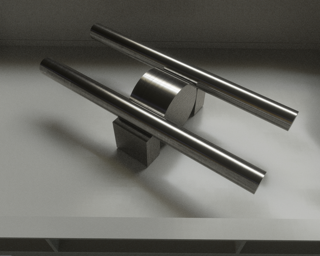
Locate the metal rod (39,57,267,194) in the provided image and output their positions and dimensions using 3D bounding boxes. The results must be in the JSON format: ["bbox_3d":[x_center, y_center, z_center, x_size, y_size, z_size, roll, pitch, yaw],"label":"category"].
[{"bbox_3d":[-0.026,-0.015,0.352,0.300,0.025,0.025,29,56,22],"label":"metal rod"}]

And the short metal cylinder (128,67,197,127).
[{"bbox_3d":[0.004,-0.030,0.393,0.050,0.080,0.080,30,56,22],"label":"short metal cylinder"}]

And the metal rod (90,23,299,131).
[{"bbox_3d":[0.028,-0.075,0.402,0.300,0.025,0.025,29,56,22],"label":"metal rod"}]

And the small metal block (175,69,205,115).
[{"bbox_3d":[0.035,-0.053,0.431,0.050,0.050,0.025,30,56,22],"label":"small metal block"}]

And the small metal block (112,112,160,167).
[{"bbox_3d":[-0.028,0.013,0.376,0.050,0.050,0.025,30,56,22],"label":"small metal block"}]
